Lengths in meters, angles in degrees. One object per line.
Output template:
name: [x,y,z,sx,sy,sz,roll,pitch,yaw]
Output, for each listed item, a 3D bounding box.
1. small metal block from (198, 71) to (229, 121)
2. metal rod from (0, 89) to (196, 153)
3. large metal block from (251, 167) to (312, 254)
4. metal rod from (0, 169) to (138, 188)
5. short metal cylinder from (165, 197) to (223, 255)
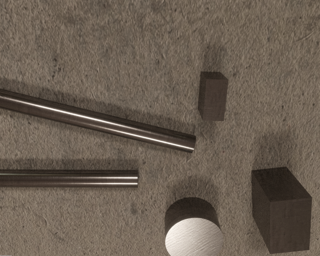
small metal block: [0.064,-0.040,0.383,0.025,0.050,0.050,2,110,-1]
metal rod: [-0.101,-0.013,0.403,0.302,0.025,0.025,14,110,-6]
large metal block: [0.162,0.109,0.423,0.050,0.080,0.079,-7,110,2]
metal rod: [-0.182,0.070,0.433,0.302,0.025,0.025,0,110,-1]
short metal cylinder: [0.047,0.149,0.452,0.081,0.050,0.079,0,110,-1]
